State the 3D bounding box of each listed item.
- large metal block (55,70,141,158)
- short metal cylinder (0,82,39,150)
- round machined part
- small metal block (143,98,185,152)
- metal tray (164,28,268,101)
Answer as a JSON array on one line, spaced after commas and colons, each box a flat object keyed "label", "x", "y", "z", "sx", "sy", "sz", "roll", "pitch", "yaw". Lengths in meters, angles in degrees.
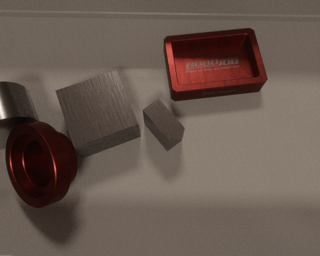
[{"label": "large metal block", "x": -0.078, "y": -0.017, "z": 0.402, "sx": 0.080, "sy": 0.050, "sz": 0.080, "roll": -21, "pitch": 72, "yaw": -8}, {"label": "short metal cylinder", "x": -0.197, "y": -0.013, "z": 0.383, "sx": 0.080, "sy": 0.080, "sz": 0.050, "roll": -24, "pitch": 72, "yaw": -9}, {"label": "round machined part", "x": -0.136, "y": 0.040, "z": 0.366, "sx": 0.098, "sy": 0.042, "sz": 0.097, "roll": 7, "pitch": 102, "yaw": 35}, {"label": "small metal block", "x": 0.004, "y": -0.003, "z": 0.397, "sx": 0.025, "sy": 0.050, "sz": 0.050, "roll": -37, "pitch": 75, "yaw": -12}, {"label": "metal tray", "x": 0.075, "y": -0.091, "z": 0.441, "sx": 0.131, "sy": 0.030, "sz": 0.090, "roll": -7, "pitch": 70, "yaw": -3}]
